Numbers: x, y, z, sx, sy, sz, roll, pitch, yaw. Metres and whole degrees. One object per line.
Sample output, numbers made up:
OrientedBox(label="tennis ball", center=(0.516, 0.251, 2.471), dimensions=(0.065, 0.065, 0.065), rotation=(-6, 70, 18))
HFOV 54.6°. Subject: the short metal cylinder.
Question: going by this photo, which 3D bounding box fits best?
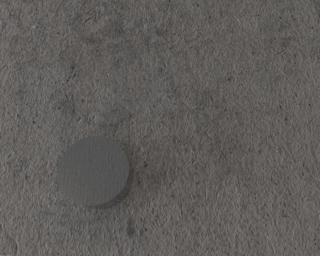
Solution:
OrientedBox(label="short metal cylinder", center=(-0.075, 0.055, 0.374), dimensions=(0.080, 0.050, 0.080), rotation=(0, 70, 0))
